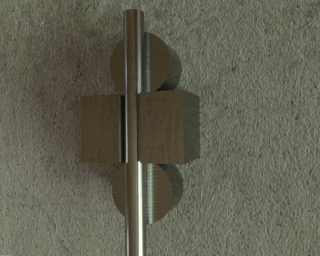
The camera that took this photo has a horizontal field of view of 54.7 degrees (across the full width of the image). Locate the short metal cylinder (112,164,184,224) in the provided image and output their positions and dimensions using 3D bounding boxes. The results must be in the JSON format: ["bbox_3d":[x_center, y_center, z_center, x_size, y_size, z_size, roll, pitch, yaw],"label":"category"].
[{"bbox_3d":[-0.014,0.078,0.402,0.080,0.050,0.080,0,89,20],"label":"short metal cylinder"}]

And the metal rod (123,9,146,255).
[{"bbox_3d":[-0.030,0.012,0.367,0.025,0.025,0.298,-1,90,20],"label":"metal rod"}]

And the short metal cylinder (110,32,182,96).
[{"bbox_3d":[-0.017,-0.078,0.403,0.080,0.050,0.080,0,89,20],"label":"short metal cylinder"}]

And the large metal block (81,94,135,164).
[{"bbox_3d":[-0.057,0.001,0.401,0.050,0.080,0.080,-1,90,20],"label":"large metal block"}]

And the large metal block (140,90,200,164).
[{"bbox_3d":[0.015,-0.001,0.375,0.050,0.080,0.080,-1,90,20],"label":"large metal block"}]
